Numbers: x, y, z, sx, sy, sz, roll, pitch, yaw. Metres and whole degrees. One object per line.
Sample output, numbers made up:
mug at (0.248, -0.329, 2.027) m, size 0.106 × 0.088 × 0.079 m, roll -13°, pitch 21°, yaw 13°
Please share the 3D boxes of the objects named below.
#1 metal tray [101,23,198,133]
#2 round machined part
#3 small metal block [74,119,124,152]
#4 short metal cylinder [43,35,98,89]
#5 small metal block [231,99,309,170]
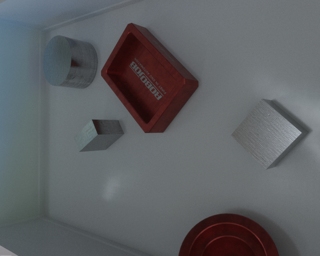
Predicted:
metal tray at (-0.020, -0.067, 0.417) m, size 0.130 × 0.030 × 0.090 m, roll 51°, pitch 120°, yaw 27°
round machined part at (0.071, 0.142, 0.314) m, size 0.098 × 0.042 × 0.098 m, roll -13°, pitch 47°, yaw 14°
small metal block at (-0.091, 0.011, 0.463) m, size 0.050 × 0.050 × 0.025 m, roll -38°, pitch 67°, yaw 33°
short metal cylinder at (-0.148, -0.107, 0.510) m, size 0.080 × 0.050 × 0.079 m, roll 0°, pitch 90°, yaw 39°
small metal block at (0.110, 0.006, 0.315) m, size 0.050 × 0.025 × 0.050 m, roll 49°, pitch 119°, yaw 28°
